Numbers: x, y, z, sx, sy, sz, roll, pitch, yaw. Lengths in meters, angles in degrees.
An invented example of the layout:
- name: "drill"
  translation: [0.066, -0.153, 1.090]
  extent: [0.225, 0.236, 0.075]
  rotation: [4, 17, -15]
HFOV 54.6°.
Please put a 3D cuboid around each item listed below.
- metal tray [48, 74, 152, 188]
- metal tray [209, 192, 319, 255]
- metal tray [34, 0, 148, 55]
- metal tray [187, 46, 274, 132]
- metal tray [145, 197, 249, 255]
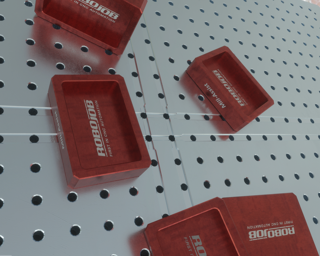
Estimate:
- name: "metal tray"
  translation: [-0.073, -0.002, 0.366]
  extent: [0.091, 0.030, 0.130]
  rotation: [-6, 65, -31]
- name: "metal tray"
  translation: [0.132, 0.133, 0.394]
  extent: [0.131, 0.030, 0.090]
  rotation: [3, 60, -27]
- name: "metal tray"
  translation: [-0.094, -0.163, 0.414]
  extent: [0.131, 0.090, 0.030]
  rotation: [24, 53, -14]
- name: "metal tray"
  translation: [0.116, -0.068, 0.507]
  extent: [0.091, 0.030, 0.130]
  rotation: [-30, 79, -38]
- name: "metal tray"
  translation: [0.047, 0.148, 0.318]
  extent: [0.091, 0.030, 0.130]
  rotation: [-18, 70, -12]
